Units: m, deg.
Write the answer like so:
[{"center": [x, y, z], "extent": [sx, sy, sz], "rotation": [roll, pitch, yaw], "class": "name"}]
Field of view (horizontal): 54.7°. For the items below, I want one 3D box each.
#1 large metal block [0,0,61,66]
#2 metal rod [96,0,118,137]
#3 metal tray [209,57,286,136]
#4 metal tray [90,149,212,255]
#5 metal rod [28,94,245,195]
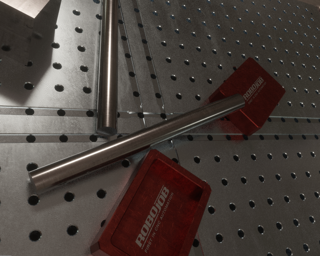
[{"center": [-0.160, -0.137, 0.370], "extent": [0.050, 0.080, 0.080], "rotation": [26, 53, -13], "class": "large metal block"}, {"center": [-0.073, -0.125, 0.446], "extent": [0.025, 0.025, 0.299], "rotation": [10, 57, -23], "class": "metal rod"}, {"center": [0.151, -0.057, 0.524], "extent": [0.090, 0.030, 0.131], "rotation": [45, 51, 2], "class": "metal tray"}, {"center": [-0.004, 0.098, 0.344], "extent": [0.090, 0.030, 0.130], "rotation": [35, 51, -6], "class": "metal tray"}, {"center": [-0.005, 0.008, 0.384], "extent": [0.302, 0.025, 0.025], "rotation": [-21, 73, -31], "class": "metal rod"}]
